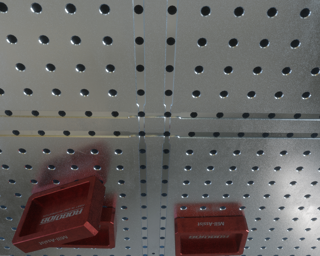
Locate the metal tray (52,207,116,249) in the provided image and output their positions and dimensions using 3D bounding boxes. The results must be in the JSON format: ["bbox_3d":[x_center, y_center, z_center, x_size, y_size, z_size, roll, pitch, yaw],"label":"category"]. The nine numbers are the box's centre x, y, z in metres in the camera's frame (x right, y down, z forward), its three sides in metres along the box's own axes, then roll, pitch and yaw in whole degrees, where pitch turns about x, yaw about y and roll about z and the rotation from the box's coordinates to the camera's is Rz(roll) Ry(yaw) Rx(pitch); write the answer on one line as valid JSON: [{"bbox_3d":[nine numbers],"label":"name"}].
[{"bbox_3d":[-0.147,0.181,0.559,0.131,0.030,0.089,2,130,-3],"label":"metal tray"}]

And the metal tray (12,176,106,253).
[{"bbox_3d":[-0.153,0.132,0.479,0.130,0.090,0.030,-18,128,14],"label":"metal tray"}]

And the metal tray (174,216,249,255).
[{"bbox_3d":[0.094,0.206,0.585,0.131,0.030,0.089,-2,130,1],"label":"metal tray"}]
